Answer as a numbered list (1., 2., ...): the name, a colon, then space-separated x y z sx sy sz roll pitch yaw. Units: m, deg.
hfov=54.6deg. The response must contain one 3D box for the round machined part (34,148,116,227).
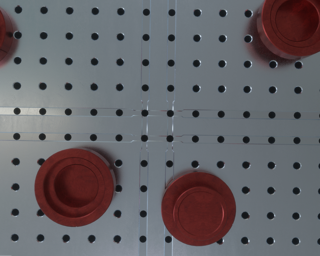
1. round machined part: -0.106 0.074 0.404 0.099 0.042 0.097 0 90 0

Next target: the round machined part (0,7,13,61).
1. round machined part: -0.250 -0.129 0.403 0.099 0.042 0.097 0 90 0

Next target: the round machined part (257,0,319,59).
1. round machined part: 0.176 -0.138 0.406 0.099 0.042 0.097 0 90 0

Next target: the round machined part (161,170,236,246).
1. round machined part: 0.051 0.107 0.405 0.099 0.042 0.097 0 90 0
